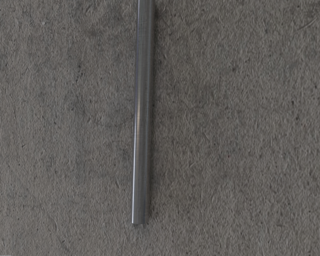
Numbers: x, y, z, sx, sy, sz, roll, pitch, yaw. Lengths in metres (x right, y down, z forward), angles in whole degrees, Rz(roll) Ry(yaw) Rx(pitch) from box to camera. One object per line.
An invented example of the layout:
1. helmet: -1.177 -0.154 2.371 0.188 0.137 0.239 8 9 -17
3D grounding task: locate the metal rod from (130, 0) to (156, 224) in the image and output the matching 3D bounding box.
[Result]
1. metal rod: -0.023 -0.023 0.417 0.025 0.025 0.298 2 91 20
